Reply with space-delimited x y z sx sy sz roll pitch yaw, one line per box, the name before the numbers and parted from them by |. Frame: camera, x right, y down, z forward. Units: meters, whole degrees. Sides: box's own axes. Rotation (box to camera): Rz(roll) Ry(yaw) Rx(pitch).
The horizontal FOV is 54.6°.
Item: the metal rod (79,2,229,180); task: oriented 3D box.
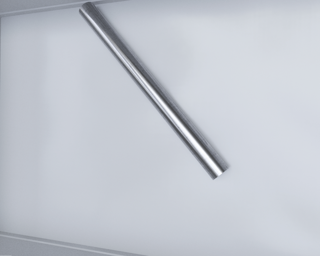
metal rod | -0.015 -0.058 0.416 0.025 0.025 0.300 -42 77 15
